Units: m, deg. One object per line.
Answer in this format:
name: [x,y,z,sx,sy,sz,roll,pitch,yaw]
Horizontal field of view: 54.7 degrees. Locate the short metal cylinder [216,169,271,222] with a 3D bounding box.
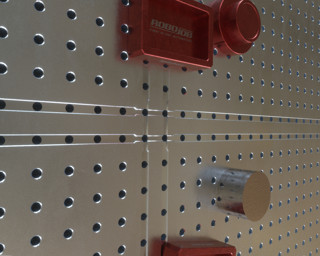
short metal cylinder: [0.139,0.109,0.513,0.081,0.050,0.079,0,90,-40]

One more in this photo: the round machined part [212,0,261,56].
round machined part: [0.129,-0.171,0.509,0.099,0.042,0.097,0,90,-40]

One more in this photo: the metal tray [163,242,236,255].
metal tray: [0.057,0.218,0.456,0.131,0.030,0.090,17,79,-39]

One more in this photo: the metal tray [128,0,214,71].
metal tray: [0.019,-0.133,0.423,0.131,0.030,0.089,1,89,-40]
